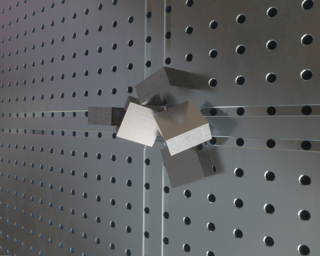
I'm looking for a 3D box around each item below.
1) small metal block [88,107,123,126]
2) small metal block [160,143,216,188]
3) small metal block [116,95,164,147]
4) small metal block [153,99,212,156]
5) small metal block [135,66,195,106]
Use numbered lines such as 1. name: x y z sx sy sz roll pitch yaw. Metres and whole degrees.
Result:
1. small metal block: -0.068 -0.017 0.447 0.050 0.050 0.025 4 92 39
2. small metal block: 0.034 0.042 0.380 0.050 0.025 0.050 -27 73 36
3. small metal block: -0.026 -0.009 0.409 0.025 0.050 0.050 -112 44 -63
4. small metal block: 0.025 -0.002 0.359 0.050 0.025 0.050 -23 41 -4
5. small metal block: 0.006 -0.050 0.386 0.050 0.050 0.025 -29 72 36
